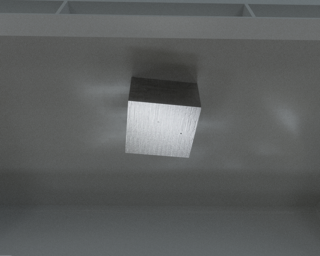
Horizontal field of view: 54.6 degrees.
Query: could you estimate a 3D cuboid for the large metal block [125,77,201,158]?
[{"bbox_3d":[0.001,-0.012,0.382,0.080,0.050,0.080,5,130,-4],"label":"large metal block"}]
